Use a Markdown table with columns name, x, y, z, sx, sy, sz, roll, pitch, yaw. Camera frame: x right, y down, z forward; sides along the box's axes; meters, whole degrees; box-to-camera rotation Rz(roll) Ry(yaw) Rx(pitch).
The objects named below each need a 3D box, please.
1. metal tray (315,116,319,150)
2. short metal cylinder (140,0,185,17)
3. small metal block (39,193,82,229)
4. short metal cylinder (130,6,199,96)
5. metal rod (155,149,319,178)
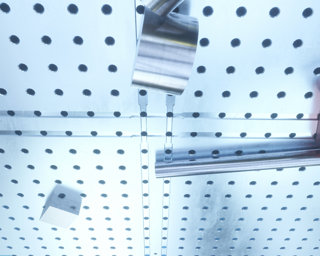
| name | x | y | z | sx | sy | sz | roll | pitch | yaw |
| --- | --- | --- | --- | --- | --- | --- | --- | --- | --- |
| metal tray | 0.280 | -0.010 | 0.402 | 0.131 | 0.030 | 0.090 | -8 | 130 | 7 |
| short metal cylinder | -0.002 | -0.141 | 0.255 | 0.050 | 0.080 | 0.080 | -35 | 122 | 26 |
| small metal block | -0.171 | 0.144 | 0.533 | 0.050 | 0.025 | 0.050 | 27 | 125 | -21 |
| short metal cylinder | 0.002 | -0.076 | 0.311 | 0.050 | 0.080 | 0.079 | 10 | 129 | -9 |
| metal rod | 0.144 | 0.050 | 0.455 | 0.302 | 0.025 | 0.025 | -5 | 130 | 4 |
